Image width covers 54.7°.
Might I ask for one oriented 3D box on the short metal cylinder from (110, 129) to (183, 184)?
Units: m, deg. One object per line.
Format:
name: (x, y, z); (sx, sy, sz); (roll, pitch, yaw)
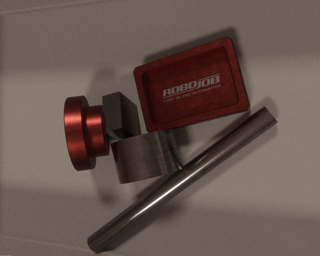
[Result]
short metal cylinder: (-0.016, 0.035, 0.386); (0.080, 0.080, 0.050); (-15, 85, 19)

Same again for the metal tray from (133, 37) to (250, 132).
metal tray: (0.038, -0.050, 0.393); (0.130, 0.030, 0.090); (-15, 85, 19)

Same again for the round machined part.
round machined part: (-0.092, 0.005, 0.408); (0.042, 0.098, 0.097); (-8, 87, -5)

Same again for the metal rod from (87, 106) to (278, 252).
metal rod: (0.018, 0.075, 0.403); (0.300, 0.025, 0.025); (-39, 78, 15)

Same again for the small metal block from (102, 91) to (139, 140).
small metal block: (-0.051, -0.013, 0.407); (0.025, 0.050, 0.050); (-14, 68, 18)
